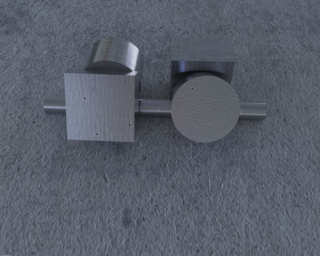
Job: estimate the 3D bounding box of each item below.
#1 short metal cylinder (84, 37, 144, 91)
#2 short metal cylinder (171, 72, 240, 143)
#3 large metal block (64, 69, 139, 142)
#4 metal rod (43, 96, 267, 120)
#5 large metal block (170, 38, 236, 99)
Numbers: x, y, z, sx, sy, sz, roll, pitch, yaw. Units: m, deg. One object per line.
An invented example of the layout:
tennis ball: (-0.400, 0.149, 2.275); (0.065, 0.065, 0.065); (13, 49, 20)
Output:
short metal cylinder: (-0.065, -0.078, 0.434); (0.080, 0.080, 0.050); (3, 50, 2)
short metal cylinder: (0.054, -0.027, 0.385); (0.080, 0.079, 0.050); (1, 15, 1)
large metal block: (-0.069, -0.030, 0.385); (0.080, 0.079, 0.050); (2, 16, 1)
metal rod: (-0.007, -0.028, 0.430); (0.302, 0.025, 0.025); (2, 50, 1)
large metal block: (0.055, -0.077, 0.434); (0.080, 0.080, 0.050); (1, 50, 1)
